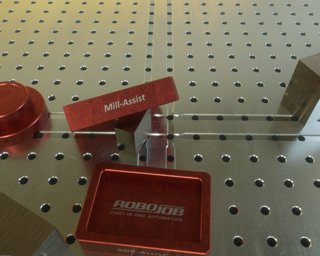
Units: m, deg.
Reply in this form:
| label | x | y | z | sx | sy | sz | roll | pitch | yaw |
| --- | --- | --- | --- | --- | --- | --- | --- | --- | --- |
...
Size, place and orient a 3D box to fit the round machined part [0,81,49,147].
| label | x | y | z | sx | sy | sz | roll | pitch | yaw |
| --- | --- | --- | --- | --- | --- | --- | --- | --- | --- |
| round machined part | -0.206 | -0.025 | 0.416 | 0.099 | 0.042 | 0.098 | 0 | 50 | 0 |

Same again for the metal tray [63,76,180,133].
| label | x | y | z | sx | sy | sz | roll | pitch | yaw |
| --- | --- | --- | --- | --- | --- | --- | --- | --- | --- |
| metal tray | -0.052 | -0.029 | 0.391 | 0.131 | 0.090 | 0.030 | -18 | 95 | -15 |

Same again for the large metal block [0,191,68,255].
| label | x | y | z | sx | sy | sz | roll | pitch | yaw |
| --- | --- | --- | --- | --- | --- | --- | --- | --- | --- |
| large metal block | -0.150 | 0.117 | 0.292 | 0.080 | 0.050 | 0.080 | 24 | 54 | 19 |

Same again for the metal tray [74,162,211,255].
| label | x | y | z | sx | sy | sz | roll | pitch | yaw |
| --- | --- | --- | --- | --- | --- | --- | --- | --- | --- |
| metal tray | -0.013 | 0.087 | 0.330 | 0.131 | 0.030 | 0.090 | 5 | 50 | 4 |

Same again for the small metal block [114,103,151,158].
| label | x | y | z | sx | sy | sz | roll | pitch | yaw |
| --- | --- | --- | --- | --- | --- | --- | --- | --- | --- |
| small metal block | -0.032 | 0.001 | 0.390 | 0.025 | 0.050 | 0.050 | 17 | 52 | 13 |

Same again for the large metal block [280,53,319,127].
| label | x | y | z | sx | sy | sz | roll | pitch | yaw |
| --- | --- | --- | --- | --- | --- | --- | --- | --- | --- |
| large metal block | 0.224 | -0.058 | 0.422 | 0.081 | 0.080 | 0.050 | -20 | 53 | -16 |
